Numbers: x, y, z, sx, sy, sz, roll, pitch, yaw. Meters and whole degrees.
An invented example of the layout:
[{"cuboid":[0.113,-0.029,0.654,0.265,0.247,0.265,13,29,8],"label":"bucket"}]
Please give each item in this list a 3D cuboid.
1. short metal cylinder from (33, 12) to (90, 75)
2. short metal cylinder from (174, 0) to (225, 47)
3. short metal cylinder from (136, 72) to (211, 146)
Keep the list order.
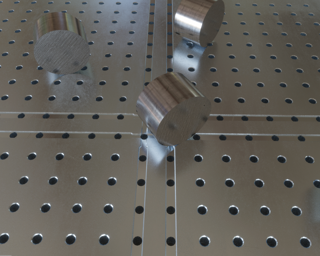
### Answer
[{"cuboid":[-0.153,-0.130,0.480,0.081,0.080,0.050,-13,51,-10],"label":"short metal cylinder"},{"cuboid":[0.068,-0.185,0.528,0.050,0.080,0.080,30,56,22],"label":"short metal cylinder"},{"cuboid":[0.017,-0.023,0.391,0.081,0.080,0.050,-25,54,-19],"label":"short metal cylinder"}]
